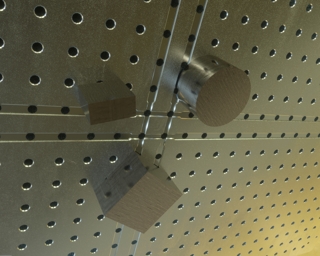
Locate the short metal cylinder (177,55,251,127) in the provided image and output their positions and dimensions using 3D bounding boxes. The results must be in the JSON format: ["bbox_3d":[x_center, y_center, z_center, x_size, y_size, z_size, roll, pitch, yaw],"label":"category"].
[{"bbox_3d":[0.069,-0.048,0.403,0.081,0.050,0.079,-14,124,-21],"label":"short metal cylinder"}]

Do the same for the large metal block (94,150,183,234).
[{"bbox_3d":[-0.030,0.091,0.435,0.080,0.050,0.080,-46,129,4],"label":"large metal block"}]

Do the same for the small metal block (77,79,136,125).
[{"bbox_3d":[-0.059,-0.030,0.344,0.050,0.050,0.025,-13,124,-22],"label":"small metal block"}]
